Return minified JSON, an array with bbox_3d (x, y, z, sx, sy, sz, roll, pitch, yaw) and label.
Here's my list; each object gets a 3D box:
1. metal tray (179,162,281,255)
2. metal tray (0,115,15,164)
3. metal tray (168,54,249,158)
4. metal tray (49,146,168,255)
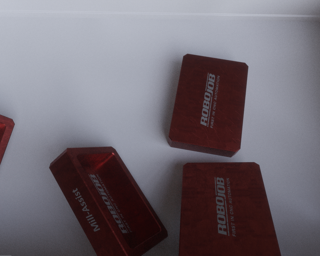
[{"bbox_3d":[0.069,0.091,0.333,0.090,0.030,0.130,-1,36,7],"label":"metal tray"},{"bbox_3d":[-0.239,0.036,0.361,0.030,0.090,0.130,-9,63,43],"label":"metal tray"},{"bbox_3d":[0.066,-0.032,0.420,0.091,0.030,0.130,10,70,3],"label":"metal tray"},{"bbox_3d":[-0.054,0.081,0.343,0.030,0.090,0.130,-40,73,18],"label":"metal tray"}]
